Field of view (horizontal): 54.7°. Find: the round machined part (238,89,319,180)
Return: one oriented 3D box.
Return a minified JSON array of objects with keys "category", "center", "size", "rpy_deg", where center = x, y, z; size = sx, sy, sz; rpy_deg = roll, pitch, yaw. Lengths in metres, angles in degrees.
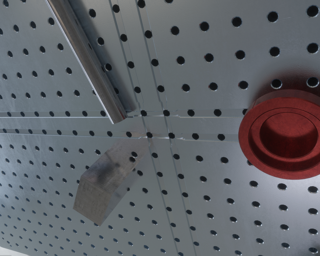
[{"category":"round machined part","center":[0.137,0.003,0.330],"size":[0.098,0.042,0.097],"rpy_deg":[13,124,21]}]

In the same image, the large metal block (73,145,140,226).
[{"category":"large metal block","center":[-0.082,0.087,0.472],"size":[0.050,0.080,0.079],"rpy_deg":[30,128,9]}]

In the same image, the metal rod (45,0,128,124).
[{"category":"metal rod","center":[-0.119,-0.139,0.387],"size":[0.025,0.025,0.299],"rpy_deg":[-14,112,34]}]
